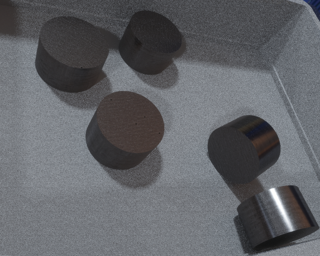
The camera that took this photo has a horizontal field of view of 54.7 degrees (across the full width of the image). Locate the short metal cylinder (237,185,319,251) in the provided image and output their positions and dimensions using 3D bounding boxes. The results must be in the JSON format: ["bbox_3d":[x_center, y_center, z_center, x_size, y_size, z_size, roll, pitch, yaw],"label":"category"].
[{"bbox_3d":[0.142,0.111,0.377,0.081,0.080,0.050,3,53,-27],"label":"short metal cylinder"}]

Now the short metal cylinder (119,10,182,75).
[{"bbox_3d":[-0.015,-0.126,0.460,0.081,0.050,0.080,14,56,-21],"label":"short metal cylinder"}]

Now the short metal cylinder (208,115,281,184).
[{"bbox_3d":[0.111,0.028,0.416,0.050,0.080,0.080,-23,75,-37],"label":"short metal cylinder"}]

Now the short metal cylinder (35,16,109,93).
[{"bbox_3d":[-0.110,-0.091,0.387,0.081,0.050,0.080,14,56,-21],"label":"short metal cylinder"}]

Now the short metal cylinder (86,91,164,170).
[{"bbox_3d":[-0.042,0.003,0.366,0.081,0.050,0.080,14,56,-21],"label":"short metal cylinder"}]
